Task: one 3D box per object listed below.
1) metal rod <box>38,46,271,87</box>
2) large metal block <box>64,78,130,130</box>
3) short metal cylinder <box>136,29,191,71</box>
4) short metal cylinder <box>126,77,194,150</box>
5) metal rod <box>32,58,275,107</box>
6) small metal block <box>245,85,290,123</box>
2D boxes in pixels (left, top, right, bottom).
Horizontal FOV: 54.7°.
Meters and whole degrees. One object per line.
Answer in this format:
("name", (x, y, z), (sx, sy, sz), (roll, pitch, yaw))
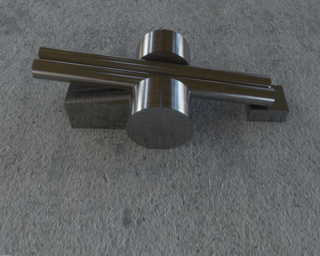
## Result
("metal rod", (-0.003, -0.076, 0.410), (0.302, 0.025, 0.025), (6, 50, -5))
("large metal block", (-0.077, -0.044, 0.426), (0.080, 0.050, 0.080), (2, 50, 1))
("short metal cylinder", (0.004, -0.093, 0.448), (0.080, 0.080, 0.050), (1, 50, 1))
("short metal cylinder", (0.000, -0.017, 0.383), (0.080, 0.080, 0.050), (1, 50, 1))
("metal rod", (-0.004, -0.057, 0.394), (0.302, 0.025, 0.025), (6, 50, -5))
("small metal block", (0.147, -0.035, 0.435), (0.050, 0.025, 0.050), (2, 50, 2))
